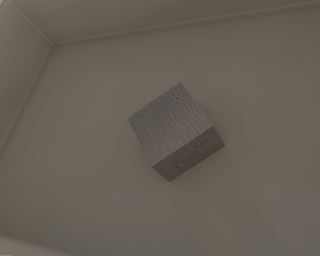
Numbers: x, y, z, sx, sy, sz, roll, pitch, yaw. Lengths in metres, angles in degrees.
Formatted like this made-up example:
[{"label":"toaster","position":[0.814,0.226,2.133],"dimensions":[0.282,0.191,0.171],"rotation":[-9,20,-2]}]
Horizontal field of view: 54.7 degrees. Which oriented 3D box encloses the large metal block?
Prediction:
[{"label":"large metal block","position":[0.018,0.005,0.376],"dimensions":[0.080,0.050,0.080],"rotation":[-34,52,5]}]
